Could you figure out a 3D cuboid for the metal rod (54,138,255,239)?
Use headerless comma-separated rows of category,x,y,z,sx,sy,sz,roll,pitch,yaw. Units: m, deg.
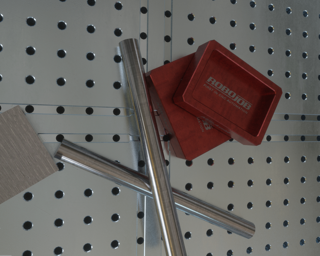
metal rod,0.007,0.089,0.416,0.301,0.025,0.025,27,81,-18

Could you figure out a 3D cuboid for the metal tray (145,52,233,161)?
metal tray,0.044,-0.032,0.428,0.091,0.030,0.129,-26,99,-19

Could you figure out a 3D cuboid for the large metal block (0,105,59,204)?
large metal block,-0.169,0.030,0.337,0.080,0.050,0.080,-31,101,-18

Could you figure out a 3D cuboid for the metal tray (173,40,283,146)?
metal tray,0.093,-0.044,0.413,0.131,0.030,0.090,30,79,-19

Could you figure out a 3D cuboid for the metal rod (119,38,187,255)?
metal rod,-0.008,0.035,0.389,0.025,0.025,0.298,-12,86,-20
